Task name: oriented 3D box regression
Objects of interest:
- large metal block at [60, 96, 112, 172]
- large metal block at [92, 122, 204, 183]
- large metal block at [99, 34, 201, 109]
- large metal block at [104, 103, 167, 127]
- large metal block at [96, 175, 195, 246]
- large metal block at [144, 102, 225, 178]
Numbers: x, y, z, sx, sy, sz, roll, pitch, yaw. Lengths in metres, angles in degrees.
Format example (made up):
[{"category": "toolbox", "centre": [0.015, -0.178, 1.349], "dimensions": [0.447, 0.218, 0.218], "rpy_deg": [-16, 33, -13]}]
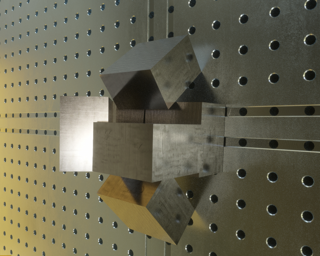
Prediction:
[{"category": "large metal block", "centre": [-0.084, 0.005, 0.368], "dimensions": [0.050, 0.080, 0.080], "rpy_deg": [1, 91, -5]}, {"category": "large metal block", "centre": [-0.011, 0.020, 0.318], "dimensions": [0.080, 0.081, 0.050], "rpy_deg": [2, 91, 40]}, {"category": "large metal block", "centre": [-0.010, -0.066, 0.373], "dimensions": [0.080, 0.080, 0.050], "rpy_deg": [3, 130, 40]}, {"category": "large metal block", "centre": [-0.036, 0.006, 0.425], "dimensions": [0.080, 0.050, 0.080], "rpy_deg": [9, 96, 39]}, {"category": "large metal block", "centre": [-0.016, 0.091, 0.380], "dimensions": [0.080, 0.050, 0.080], "rpy_deg": [3, 137, 40]}, {"category": "large metal block", "centre": [0.028, 0.010, 0.370], "dimensions": [0.080, 0.050, 0.080], "rpy_deg": [4, 93, 40]}]
